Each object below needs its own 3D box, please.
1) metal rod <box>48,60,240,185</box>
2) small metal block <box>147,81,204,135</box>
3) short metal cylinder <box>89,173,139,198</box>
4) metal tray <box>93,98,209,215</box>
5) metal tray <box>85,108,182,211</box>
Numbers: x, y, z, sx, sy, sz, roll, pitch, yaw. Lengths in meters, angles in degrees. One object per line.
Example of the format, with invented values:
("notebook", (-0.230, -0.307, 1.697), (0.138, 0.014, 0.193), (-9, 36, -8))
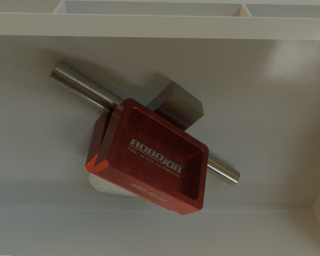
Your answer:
("metal rod", (-0.003, 0.005, 0.413), (0.301, 0.025, 0.025), (32, 123, -25))
("small metal block", (0.018, -0.022, 0.389), (0.050, 0.025, 0.050), (33, 122, -26))
("short metal cylinder", (-0.052, 0.055, 0.429), (0.080, 0.050, 0.080), (4, 137, 4))
("metal tray", (-0.003, 0.035, 0.361), (0.131, 0.090, 0.030), (32, 140, -25))
("metal tray", (-0.025, 0.040, 0.399), (0.131, 0.090, 0.030), (32, 123, -25))
